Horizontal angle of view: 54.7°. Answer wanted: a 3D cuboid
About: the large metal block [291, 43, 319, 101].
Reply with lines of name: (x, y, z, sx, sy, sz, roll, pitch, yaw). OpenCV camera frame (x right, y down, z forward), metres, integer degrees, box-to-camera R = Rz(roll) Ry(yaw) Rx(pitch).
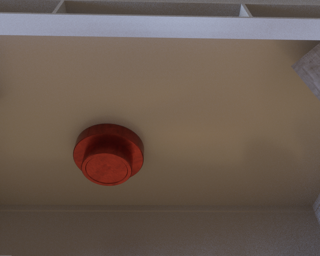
large metal block: (0.198, -0.064, 0.319, 0.081, 0.050, 0.080, 7, 138, -48)

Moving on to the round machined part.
round machined part: (-0.072, 0.044, 0.434, 0.099, 0.042, 0.097, -1, 130, 0)
